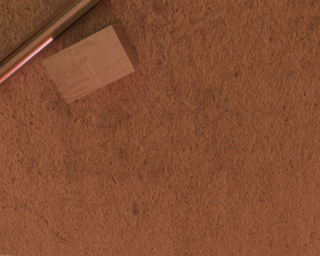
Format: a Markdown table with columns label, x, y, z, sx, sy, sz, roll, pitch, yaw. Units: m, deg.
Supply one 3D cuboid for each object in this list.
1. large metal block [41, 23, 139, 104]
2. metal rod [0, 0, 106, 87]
| label | x | y | z | sx | sy | sz | roll | pitch | yaw |
| --- | --- | --- | --- | --- | --- | --- | --- | --- | --- |
| large metal block | -0.072 | -0.077 | 0.352 | 0.080 | 0.080 | 0.050 | -24 | 108 | 8 |
| metal rod | -0.103 | -0.132 | 0.359 | 0.300 | 0.025 | 0.025 | -34 | 107 | 11 |
